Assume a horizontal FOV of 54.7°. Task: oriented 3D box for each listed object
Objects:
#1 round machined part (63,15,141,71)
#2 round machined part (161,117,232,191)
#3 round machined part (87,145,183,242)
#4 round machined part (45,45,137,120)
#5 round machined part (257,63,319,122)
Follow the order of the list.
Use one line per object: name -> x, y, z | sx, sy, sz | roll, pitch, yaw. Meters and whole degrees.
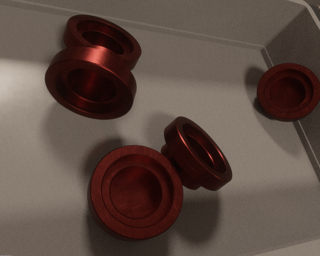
round machined part -> -0.078, -0.102, 0.405 | 0.099, 0.042, 0.098 | 21, 37, -16
round machined part -> 0.039, 0.036, 0.378 | 0.098, 0.042, 0.098 | 40, 22, -20
round machined part -> -0.028, 0.071, 0.333 | 0.099, 0.042, 0.098 | 9, 61, -17
round machined part -> -0.075, -0.055, 0.353 | 0.099, 0.097, 0.042 | 22, 54, -16
round machined part -> 0.216, -0.057, 0.527 | 0.098, 0.042, 0.098 | -3, 76, 14
